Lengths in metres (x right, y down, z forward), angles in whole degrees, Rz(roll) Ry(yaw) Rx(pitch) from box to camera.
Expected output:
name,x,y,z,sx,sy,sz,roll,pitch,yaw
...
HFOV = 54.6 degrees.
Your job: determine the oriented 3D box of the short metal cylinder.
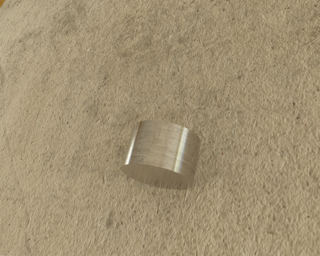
name,x,y,z,sx,sy,sz,roll,pitch,yaw
short metal cylinder,0.002,0.032,0.349,0.080,0.080,0.050,0,62,28
